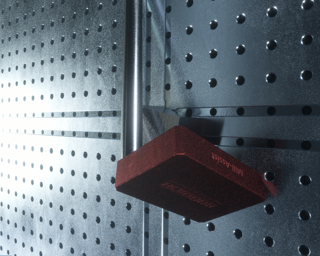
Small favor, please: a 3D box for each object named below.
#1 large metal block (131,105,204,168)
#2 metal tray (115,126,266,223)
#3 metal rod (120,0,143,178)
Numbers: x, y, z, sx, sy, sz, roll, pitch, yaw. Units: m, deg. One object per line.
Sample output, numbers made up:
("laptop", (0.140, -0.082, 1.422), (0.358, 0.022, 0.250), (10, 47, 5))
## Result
("large metal block", (0.001, 0.017, 0.391), (0.080, 0.050, 0.079), (17, 101, 38))
("metal tray", (0.032, 0.054, 0.314), (0.090, 0.131, 0.030), (-33, 42, 35))
("metal rod", (-0.034, -0.079, 0.388), (0.025, 0.025, 0.299), (-18, 64, 38))
